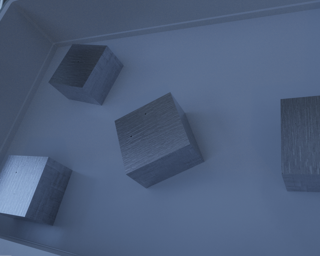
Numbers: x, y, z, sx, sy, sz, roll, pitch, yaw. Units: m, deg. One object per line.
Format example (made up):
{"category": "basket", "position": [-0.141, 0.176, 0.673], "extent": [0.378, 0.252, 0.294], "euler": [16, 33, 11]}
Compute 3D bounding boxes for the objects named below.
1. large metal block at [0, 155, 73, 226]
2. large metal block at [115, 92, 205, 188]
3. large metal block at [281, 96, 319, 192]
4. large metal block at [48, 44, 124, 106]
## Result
{"category": "large metal block", "position": [-0.182, 0.086, 0.433], "extent": [0.080, 0.050, 0.080], "euler": [-1, 61, 28]}
{"category": "large metal block", "position": [-0.002, 0.016, 0.381], "extent": [0.080, 0.050, 0.080], "euler": [-26, 53, 11]}
{"category": "large metal block", "position": [0.161, 0.015, 0.296], "extent": [0.080, 0.050, 0.080], "euler": [-4, 60, 26]}
{"category": "large metal block", "position": [-0.120, -0.089, 0.507], "extent": [0.080, 0.050, 0.080], "euler": [12, 68, 33]}
